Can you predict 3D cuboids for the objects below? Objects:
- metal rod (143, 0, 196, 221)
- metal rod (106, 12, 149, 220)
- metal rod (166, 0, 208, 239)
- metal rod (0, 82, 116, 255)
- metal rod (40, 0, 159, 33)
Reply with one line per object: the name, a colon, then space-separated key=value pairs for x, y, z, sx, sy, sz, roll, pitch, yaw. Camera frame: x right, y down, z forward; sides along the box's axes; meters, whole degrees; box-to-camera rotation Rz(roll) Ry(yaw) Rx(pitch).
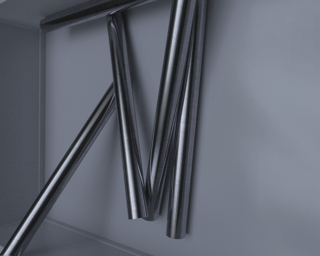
metal rod: x=0.008 y=-0.021 z=0.369 sx=0.025 sy=0.025 sz=0.298 roll=24 pitch=114 yaw=37
metal rod: x=-0.047 y=-0.031 z=0.422 sx=0.025 sy=0.025 sz=0.299 roll=-21 pitch=71 yaw=38
metal rod: x=0.032 y=-0.014 z=0.378 sx=0.025 sy=0.025 sz=0.298 roll=8 pitch=95 yaw=39
metal rod: x=-0.135 y=0.064 z=0.434 sx=0.025 sy=0.025 sz=0.300 roll=25 pitch=80 yaw=37
metal rod: x=-0.074 y=-0.171 z=0.432 sx=0.300 sy=0.025 sz=0.025 roll=1 pitch=91 yaw=38
